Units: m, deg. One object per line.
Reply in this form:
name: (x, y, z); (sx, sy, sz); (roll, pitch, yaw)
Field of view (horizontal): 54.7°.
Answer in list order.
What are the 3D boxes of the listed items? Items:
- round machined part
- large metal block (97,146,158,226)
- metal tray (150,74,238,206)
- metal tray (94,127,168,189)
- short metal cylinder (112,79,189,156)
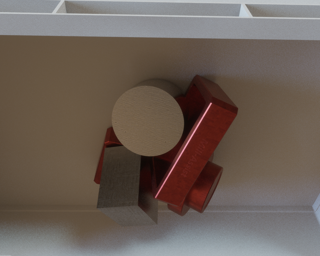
round machined part: (0.053, 0.076, 0.420); (0.042, 0.098, 0.097); (25, 133, 19)
large metal block: (-0.037, 0.077, 0.406); (0.050, 0.080, 0.080); (-7, 146, 14)
metal tray: (0.031, 0.012, 0.355); (0.030, 0.090, 0.129); (23, 111, -15)
metal tray: (-0.022, 0.054, 0.448); (0.131, 0.030, 0.089); (13, 129, -12)
short metal cylinder: (-0.009, -0.014, 0.359); (0.080, 0.050, 0.079); (3, 107, 10)
